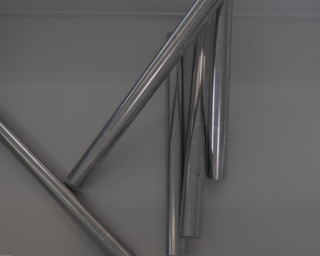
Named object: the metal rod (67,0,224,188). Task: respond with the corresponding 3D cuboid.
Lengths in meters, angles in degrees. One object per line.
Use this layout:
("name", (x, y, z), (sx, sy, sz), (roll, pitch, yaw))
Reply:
("metal rod", (-0.015, -0.051, 0.363), (0.025, 0.025, 0.299), (40, 99, 13))

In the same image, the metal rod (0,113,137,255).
("metal rod", (-0.145, 0.057, 0.387), (0.300, 0.025, 0.025), (41, 75, 13))

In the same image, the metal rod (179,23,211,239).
("metal rod", (0.050, -0.015, 0.403), (0.025, 0.025, 0.299), (6, 66, 2))

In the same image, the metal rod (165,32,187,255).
("metal rod", (0.020, 0.005, 0.407), (0.025, 0.025, 0.299), (1, 70, 0))

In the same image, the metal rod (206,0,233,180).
("metal rod", (0.073, -0.087, 0.375), (0.025, 0.025, 0.298), (1, 96, 0))
